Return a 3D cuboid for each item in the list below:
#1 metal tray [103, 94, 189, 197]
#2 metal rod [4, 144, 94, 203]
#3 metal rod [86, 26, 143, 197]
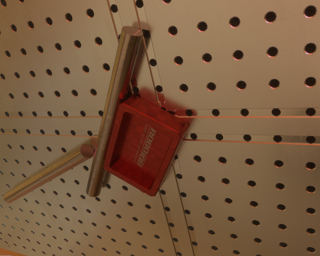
[{"bbox_3d":[-0.024,0.028,0.436,0.090,0.030,0.129,28,128,10],"label":"metal tray"},{"bbox_3d":[-0.221,0.094,0.582,0.299,0.025,0.025,-28,103,37],"label":"metal rod"},{"bbox_3d":[-0.074,-0.001,0.447,0.025,0.025,0.298,28,128,10],"label":"metal rod"}]
